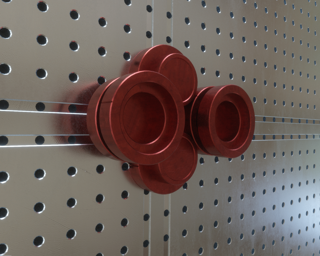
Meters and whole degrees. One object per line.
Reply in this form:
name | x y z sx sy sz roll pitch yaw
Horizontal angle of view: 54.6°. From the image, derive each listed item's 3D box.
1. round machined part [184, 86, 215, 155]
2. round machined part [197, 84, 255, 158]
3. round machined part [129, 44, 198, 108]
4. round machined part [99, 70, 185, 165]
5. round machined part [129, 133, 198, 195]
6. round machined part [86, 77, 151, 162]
round machined part | 0.064 -0.010 0.449 0.099 0.042 0.097 0 90 -40
round machined part | 0.084 -0.009 0.425 0.099 0.042 0.097 0 90 -40
round machined part | 0.011 -0.060 0.406 0.099 0.042 0.097 0 90 -40
round machined part | -0.023 -0.011 0.336 0.099 0.042 0.097 0 90 -40
round machined part | 0.011 0.038 0.405 0.099 0.042 0.097 0 90 -40
round machined part | -0.041 -0.010 0.362 0.099 0.042 0.097 0 90 -40
